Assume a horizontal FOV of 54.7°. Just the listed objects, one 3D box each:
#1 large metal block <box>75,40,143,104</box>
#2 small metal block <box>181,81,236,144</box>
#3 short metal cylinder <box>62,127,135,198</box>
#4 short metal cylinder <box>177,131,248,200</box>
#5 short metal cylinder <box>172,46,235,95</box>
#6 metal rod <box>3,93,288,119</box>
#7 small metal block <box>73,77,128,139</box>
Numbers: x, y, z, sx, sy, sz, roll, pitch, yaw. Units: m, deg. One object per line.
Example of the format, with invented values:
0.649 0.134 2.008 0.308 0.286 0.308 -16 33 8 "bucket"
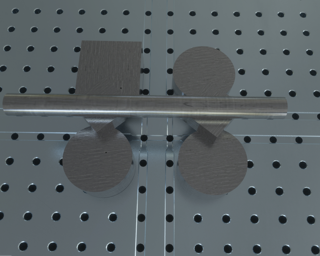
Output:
-0.065 -0.070 0.423 0.080 0.050 0.080 1 70 0 "large metal block"
0.060 -0.018 0.366 0.050 0.025 0.050 39 74 13 "small metal block"
-0.072 0.042 0.381 0.081 0.050 0.080 0 70 0 "short metal cylinder"
0.061 0.046 0.382 0.081 0.050 0.080 0 70 0 "short metal cylinder"
0.057 -0.063 0.422 0.081 0.050 0.080 0 70 0 "short metal cylinder"
-0.016 -0.024 0.340 0.302 0.025 0.025 1 70 0 "metal rod"
-0.067 -0.024 0.367 0.050 0.025 0.050 -38 75 -13 "small metal block"
